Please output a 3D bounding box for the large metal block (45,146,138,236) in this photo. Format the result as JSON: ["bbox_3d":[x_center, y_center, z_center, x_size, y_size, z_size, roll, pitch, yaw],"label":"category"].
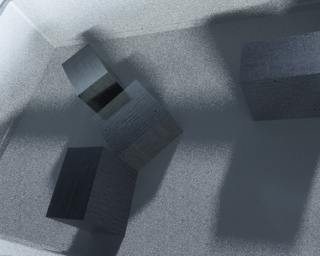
[{"bbox_3d":[-0.074,0.075,0.362,0.050,0.080,0.080,-4,60,26],"label":"large metal block"}]

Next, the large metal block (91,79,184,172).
[{"bbox_3d":[-0.031,-0.004,0.407,0.080,0.050,0.080,-42,51,-1],"label":"large metal block"}]

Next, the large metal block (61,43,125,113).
[{"bbox_3d":[-0.088,-0.063,0.454,0.050,0.080,0.080,-38,51,3],"label":"large metal block"}]

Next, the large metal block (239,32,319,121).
[{"bbox_3d":[0.135,-0.051,0.330,0.080,0.080,0.050,-3,61,26],"label":"large metal block"}]
